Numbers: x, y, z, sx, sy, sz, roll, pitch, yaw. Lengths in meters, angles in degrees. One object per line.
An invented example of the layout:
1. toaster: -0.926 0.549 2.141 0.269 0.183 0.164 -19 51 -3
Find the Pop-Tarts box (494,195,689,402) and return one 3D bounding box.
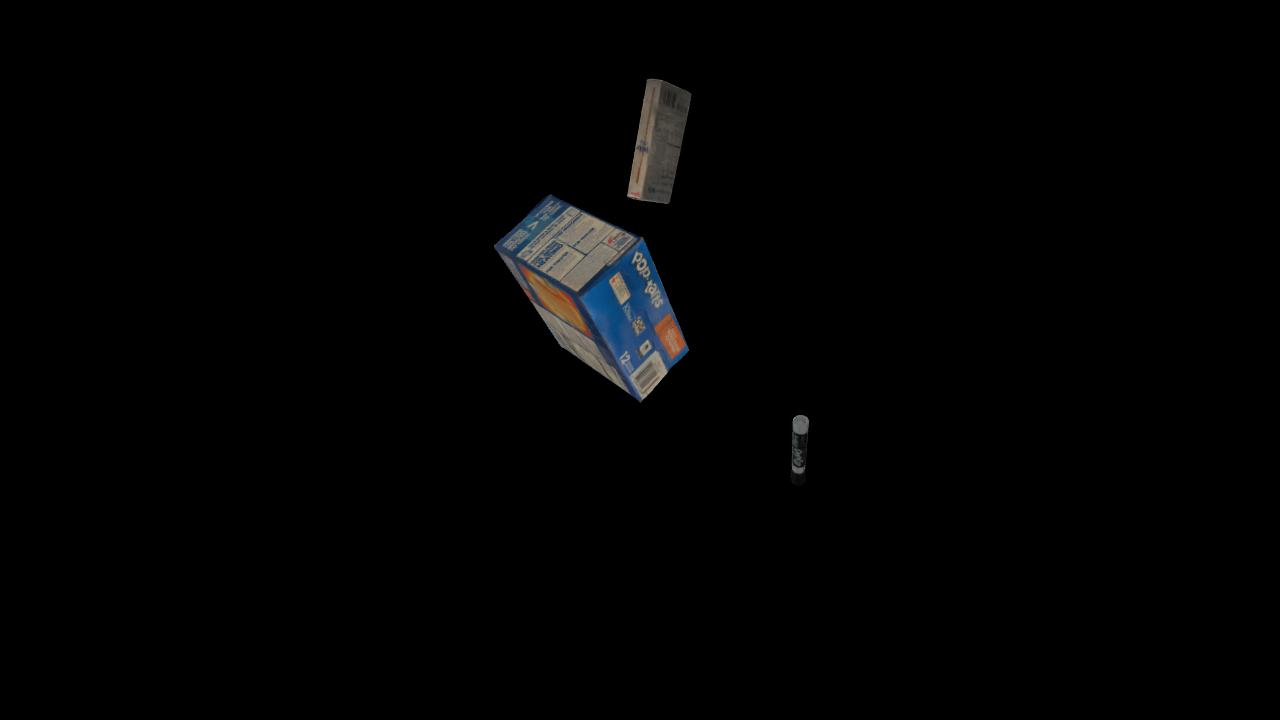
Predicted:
1. Pop-Tarts box: -0.044 -0.061 0.621 0.141 0.083 0.167 32 -20 37

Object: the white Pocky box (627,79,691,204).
1. white Pocky box: 0.027 -0.297 0.848 0.028 0.154 0.084 20 19 27

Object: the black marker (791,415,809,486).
1. black marker: 0.200 0.117 0.772 0.020 0.121 0.020 -6 41 5
